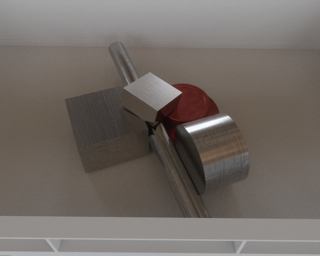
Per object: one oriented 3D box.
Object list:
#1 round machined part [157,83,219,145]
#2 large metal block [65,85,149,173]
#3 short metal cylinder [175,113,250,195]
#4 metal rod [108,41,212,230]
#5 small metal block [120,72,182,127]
[{"bbox_3d":[0.030,-0.021,0.410,0.099,0.042,0.098,0,50,0],"label":"round machined part"},{"bbox_3d":[-0.065,-0.001,0.384,0.081,0.050,0.080,-16,52,-13],"label":"large metal block"},{"bbox_3d":[0.055,0.028,0.344,0.050,0.080,0.080,-16,52,-13],"label":"short metal cylinder"},{"bbox_3d":[-0.014,-0.015,0.389,0.025,0.025,0.300,-16,52,-13],"label":"metal rod"},{"bbox_3d":[-0.010,-0.035,0.370,0.050,0.025,0.050,35,46,17],"label":"small metal block"}]
